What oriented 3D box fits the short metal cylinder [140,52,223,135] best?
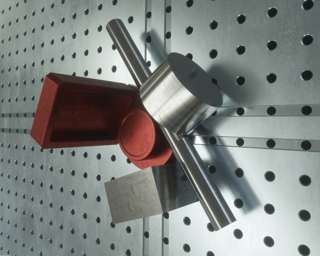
[{"bbox_3d":[0.024,-0.039,0.350,0.050,0.081,0.080,-44,64,31],"label":"short metal cylinder"}]

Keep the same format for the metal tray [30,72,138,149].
[{"bbox_3d":[-0.098,-0.020,0.420,0.030,0.131,0.089,34,111,34],"label":"metal tray"}]

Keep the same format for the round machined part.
[{"bbox_3d":[-0.018,0.008,0.411,0.098,0.042,0.097,0,90,39],"label":"round machined part"}]

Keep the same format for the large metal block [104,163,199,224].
[{"bbox_3d":[-0.007,0.077,0.377,0.080,0.081,0.050,-24,75,37],"label":"large metal block"}]

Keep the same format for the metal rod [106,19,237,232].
[{"bbox_3d":[0.003,-0.020,0.378,0.025,0.025,0.299,-42,65,31],"label":"metal rod"}]
